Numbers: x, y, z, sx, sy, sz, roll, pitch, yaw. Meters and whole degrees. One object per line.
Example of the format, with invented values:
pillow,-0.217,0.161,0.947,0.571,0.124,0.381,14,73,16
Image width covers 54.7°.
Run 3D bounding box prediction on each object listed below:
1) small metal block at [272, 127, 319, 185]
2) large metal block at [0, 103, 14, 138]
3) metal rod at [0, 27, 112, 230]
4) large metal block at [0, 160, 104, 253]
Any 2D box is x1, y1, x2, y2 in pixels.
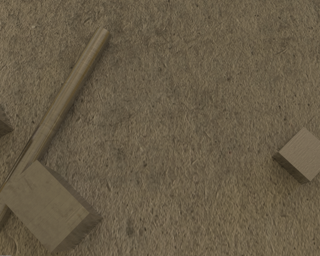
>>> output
small metal block,0.183,0.036,0.397,0.050,0.025,0.050,-41,75,-14
large metal block,-0.245,-0.010,0.381,0.080,0.080,0.050,-31,73,-11
metal rod,-0.142,-0.011,0.411,0.025,0.025,0.300,22,71,8
large metal block,-0.116,0.089,0.346,0.080,0.080,0.050,41,75,13
